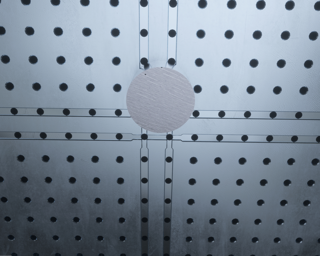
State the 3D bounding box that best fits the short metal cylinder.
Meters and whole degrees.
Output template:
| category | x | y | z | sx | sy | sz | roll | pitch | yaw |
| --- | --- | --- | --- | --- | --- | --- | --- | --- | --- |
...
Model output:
| category | x | y | z | sx | sy | sz | roll | pitch | yaw |
| --- | --- | --- | --- | --- | --- | --- | --- | --- | --- |
| short metal cylinder | 0.001 | -0.040 | 0.385 | 0.080 | 0.050 | 0.079 | 0 | 110 | 0 |
